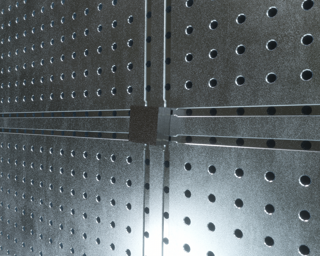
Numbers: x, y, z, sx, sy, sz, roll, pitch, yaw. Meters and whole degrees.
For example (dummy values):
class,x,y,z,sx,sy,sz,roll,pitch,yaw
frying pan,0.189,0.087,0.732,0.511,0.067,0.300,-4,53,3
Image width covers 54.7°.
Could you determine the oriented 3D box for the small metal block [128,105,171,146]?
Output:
class,x,y,z,sx,sy,sz,roll,pitch,yaw
small metal block,-0.015,-0.004,0.419,0.050,0.025,0.050,7,94,39
